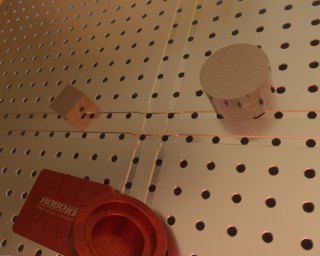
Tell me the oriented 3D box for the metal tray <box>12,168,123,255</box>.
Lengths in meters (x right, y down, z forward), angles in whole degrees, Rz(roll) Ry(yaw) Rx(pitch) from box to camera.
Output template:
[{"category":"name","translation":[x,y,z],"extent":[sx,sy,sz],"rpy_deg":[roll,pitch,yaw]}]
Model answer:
[{"category":"metal tray","translation":[-0.119,0.109,0.399],"extent":[0.130,0.030,0.090],"rpy_deg":[7,65,31]}]

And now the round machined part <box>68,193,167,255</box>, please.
[{"category":"round machined part","translation":[-0.046,0.120,0.323],"extent":[0.098,0.099,0.042],"rpy_deg":[59,135,38]}]

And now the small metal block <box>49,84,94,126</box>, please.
[{"category":"small metal block","translation":[-0.145,-0.039,0.506],"extent":[0.050,0.025,0.050],"rpy_deg":[31,78,37]}]

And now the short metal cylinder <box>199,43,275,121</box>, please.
[{"category":"short metal cylinder","translation":[0.094,-0.055,0.376],"extent":[0.080,0.050,0.080],"rpy_deg":[-13,56,20]}]
